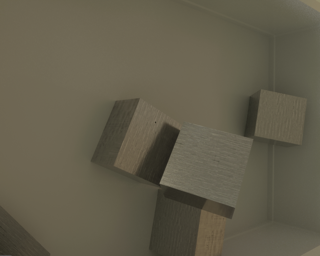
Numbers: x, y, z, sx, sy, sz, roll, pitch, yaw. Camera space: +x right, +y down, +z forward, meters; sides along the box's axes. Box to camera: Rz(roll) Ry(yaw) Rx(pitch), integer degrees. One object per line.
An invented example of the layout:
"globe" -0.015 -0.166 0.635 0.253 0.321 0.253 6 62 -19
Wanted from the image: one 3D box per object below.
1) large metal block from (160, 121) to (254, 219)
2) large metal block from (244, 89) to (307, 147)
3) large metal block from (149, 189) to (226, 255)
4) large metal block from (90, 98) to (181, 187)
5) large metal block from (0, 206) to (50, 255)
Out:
"large metal block" 0.054 0.047 0.354 0.050 0.080 0.080 76 33 -60
"large metal block" 0.198 -0.015 0.535 0.081 0.050 0.080 11 81 -3
"large metal block" 0.036 0.128 0.404 0.050 0.080 0.080 16 80 -40
"large metal block" -0.023 0.020 0.373 0.080 0.050 0.080 31 70 -36
"large metal block" -0.138 0.118 0.247 0.050 0.080 0.080 -32 114 -1
